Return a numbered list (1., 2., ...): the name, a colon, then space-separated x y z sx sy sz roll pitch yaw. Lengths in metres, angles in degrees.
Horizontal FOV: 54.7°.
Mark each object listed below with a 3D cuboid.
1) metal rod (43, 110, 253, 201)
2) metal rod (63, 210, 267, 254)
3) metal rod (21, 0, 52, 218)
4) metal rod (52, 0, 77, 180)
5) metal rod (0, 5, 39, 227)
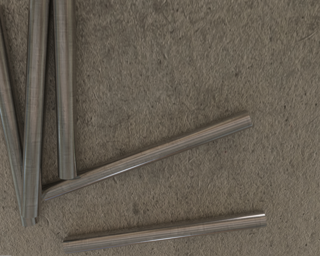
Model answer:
1. metal rod: -0.024 0.040 0.423 0.301 0.025 0.025 -20 109 7
2. metal rod: 0.006 0.157 0.467 0.302 0.025 0.025 -9 110 3
3. metal rod: -0.156 -0.024 0.388 0.025 0.025 0.298 8 106 -3
4. metal rod: -0.114 -0.077 0.373 0.025 0.025 0.298 4 108 -2
5. metal rod: -0.194 -0.002 0.407 0.025 0.025 0.298 -1 110 0
